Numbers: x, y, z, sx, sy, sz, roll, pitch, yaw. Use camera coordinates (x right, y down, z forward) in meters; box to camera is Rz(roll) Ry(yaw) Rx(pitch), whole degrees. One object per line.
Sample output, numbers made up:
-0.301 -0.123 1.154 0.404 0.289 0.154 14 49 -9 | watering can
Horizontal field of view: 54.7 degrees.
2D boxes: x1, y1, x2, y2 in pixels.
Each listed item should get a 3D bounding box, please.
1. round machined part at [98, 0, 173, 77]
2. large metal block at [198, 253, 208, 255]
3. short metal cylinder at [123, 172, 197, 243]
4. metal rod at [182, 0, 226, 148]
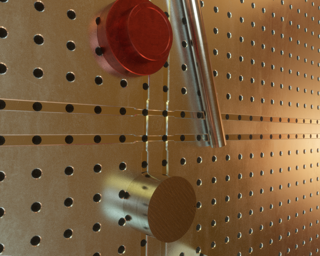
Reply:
-0.023 -0.114 0.381 0.099 0.042 0.097 0 90 -40 | round machined part
0.075 0.250 0.459 0.080 0.050 0.080 -48 119 -29 | large metal block
0.001 0.099 0.396 0.081 0.050 0.079 0 90 -40 | short metal cylinder
0.060 -0.116 0.461 0.025 0.025 0.298 -21 104 -38 | metal rod
